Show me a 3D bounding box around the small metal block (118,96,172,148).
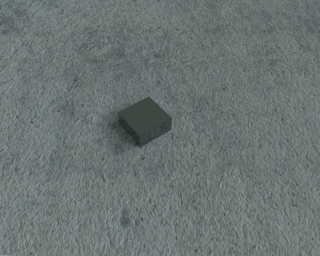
[{"bbox_3d":[-0.020,-0.009,0.412,0.050,0.025,0.050,-30,56,-23],"label":"small metal block"}]
